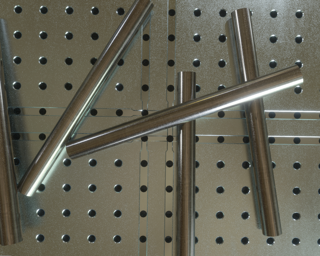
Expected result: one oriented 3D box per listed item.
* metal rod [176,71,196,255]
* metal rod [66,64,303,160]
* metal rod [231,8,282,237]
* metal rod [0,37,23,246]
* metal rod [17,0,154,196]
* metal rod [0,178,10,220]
[{"bbox_3d":[0.035,0.076,0.413,0.025,0.025,0.298,0,90,0],"label":"metal rod"},{"bbox_3d":[0.022,-0.016,0.389,0.301,0.025,0.025,-18,90,9],"label":"metal rod"},{"bbox_3d":[0.129,-0.007,0.414,0.025,0.025,0.298,-8,90,0],"label":"metal rod"},{"bbox_3d":[-0.208,-0.004,0.400,0.025,0.025,0.299,-9,86,0],"label":"metal rod"},{"bbox_3d":[-0.099,-0.043,0.412,0.025,0.025,0.299,32,90,0],"label":"metal rod"},{"bbox_3d":[-0.230,0.003,0.411,0.025,0.025,0.299,-11,90,0],"label":"metal rod"}]
